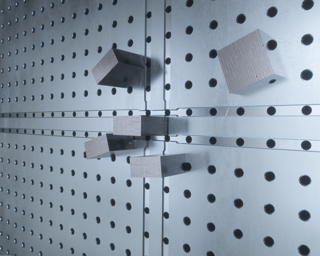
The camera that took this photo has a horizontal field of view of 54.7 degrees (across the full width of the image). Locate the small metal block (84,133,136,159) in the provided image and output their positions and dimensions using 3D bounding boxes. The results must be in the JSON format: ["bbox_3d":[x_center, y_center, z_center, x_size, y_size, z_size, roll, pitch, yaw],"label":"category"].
[{"bbox_3d":[-0.073,0.026,0.451,0.050,0.050,0.025,-21,77,38],"label":"small metal block"}]

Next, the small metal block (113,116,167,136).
[{"bbox_3d":[-0.026,-0.003,0.413,0.050,0.050,0.025,1,91,39],"label":"small metal block"}]

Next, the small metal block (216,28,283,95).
[{"bbox_3d":[0.095,-0.069,0.330,0.050,0.025,0.050,-23,75,37],"label":"small metal block"}]

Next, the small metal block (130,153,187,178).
[{"bbox_3d":[-0.002,0.047,0.393,0.050,0.050,0.025,-7,86,39],"label":"small metal block"}]

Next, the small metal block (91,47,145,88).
[{"bbox_3d":[-0.060,-0.084,0.440,0.050,0.050,0.025,-37,67,33],"label":"small metal block"}]
